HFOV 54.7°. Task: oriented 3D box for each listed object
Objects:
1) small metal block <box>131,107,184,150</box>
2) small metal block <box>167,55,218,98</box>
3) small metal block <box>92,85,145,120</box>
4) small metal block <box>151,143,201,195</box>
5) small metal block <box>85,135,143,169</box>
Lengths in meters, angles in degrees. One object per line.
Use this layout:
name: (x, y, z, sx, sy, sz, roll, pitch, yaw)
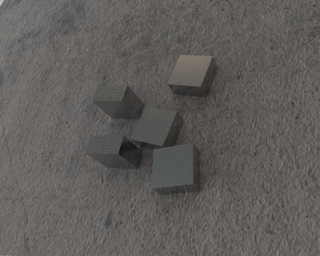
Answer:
small metal block: (-0.003, 0.002, 0.404, 0.050, 0.025, 0.050, 10, 67, 32)
small metal block: (0.045, -0.072, 0.424, 0.050, 0.025, 0.050, 10, 67, 32)
small metal block: (-0.058, -0.036, 0.440, 0.050, 0.050, 0.025, 3, 63, 29)
small metal block: (0.019, 0.049, 0.364, 0.050, 0.025, 0.050, -11, 57, 22)
small metal block: (-0.058, 0.032, 0.399, 0.050, 0.050, 0.025, -2, 61, 27)
